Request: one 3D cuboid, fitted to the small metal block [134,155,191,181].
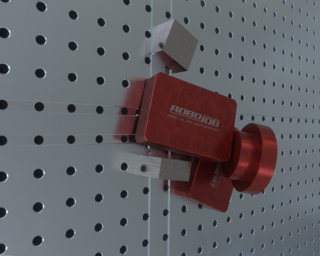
[{"bbox_3d":[0.003,0.051,0.395,0.050,0.050,0.025,12,82,-39],"label":"small metal block"}]

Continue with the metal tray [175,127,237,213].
[{"bbox_3d":[0.082,0.053,0.474,0.090,0.030,0.130,31,71,-36],"label":"metal tray"}]

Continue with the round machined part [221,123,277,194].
[{"bbox_3d":[0.117,0.040,0.429,0.042,0.098,0.098,12,81,-8],"label":"round machined part"}]

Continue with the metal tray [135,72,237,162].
[{"bbox_3d":[0.039,-0.010,0.414,0.131,0.030,0.090,16,76,-25],"label":"metal tray"}]

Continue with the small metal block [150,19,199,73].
[{"bbox_3d":[0.021,-0.111,0.426,0.050,0.025,0.050,31,71,-36],"label":"small metal block"}]
